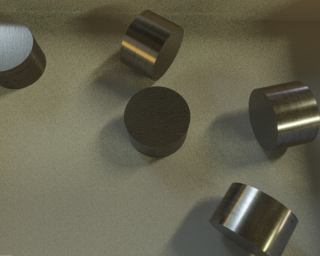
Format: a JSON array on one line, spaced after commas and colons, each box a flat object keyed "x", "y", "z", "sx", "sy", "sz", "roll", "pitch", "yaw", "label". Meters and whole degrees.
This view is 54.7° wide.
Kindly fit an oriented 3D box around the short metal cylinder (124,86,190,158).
[{"x": -0.003, "y": -0.006, "z": 0.399, "sx": 0.081, "sy": 0.050, "sz": 0.080, "roll": 0, "pitch": 70, "yaw": 0, "label": "short metal cylinder"}]

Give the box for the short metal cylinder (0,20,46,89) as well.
[{"x": -0.208, "y": -0.101, "z": 0.432, "sx": 0.081, "sy": 0.050, "sz": 0.080, "roll": 0, "pitch": 70, "yaw": 0, "label": "short metal cylinder"}]

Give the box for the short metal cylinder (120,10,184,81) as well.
[{"x": -0.010, "y": -0.111, "z": 0.421, "sx": 0.050, "sy": 0.080, "sz": 0.080, "roll": 31, "pitch": 73, "yaw": 10, "label": "short metal cylinder"}]

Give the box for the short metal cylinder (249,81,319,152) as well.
[{"x": 0.151, "y": -0.015, "z": 0.387, "sx": 0.050, "sy": 0.080, "sz": 0.080, "roll": -12, "pitch": 71, "yaw": -4, "label": "short metal cylinder"}]

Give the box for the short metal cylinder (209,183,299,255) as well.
[{"x": 0.102, "y": 0.104, "z": 0.343, "sx": 0.080, "sy": 0.080, "sz": 0.050, "roll": 33, "pitch": 73, "yaw": 11, "label": "short metal cylinder"}]
